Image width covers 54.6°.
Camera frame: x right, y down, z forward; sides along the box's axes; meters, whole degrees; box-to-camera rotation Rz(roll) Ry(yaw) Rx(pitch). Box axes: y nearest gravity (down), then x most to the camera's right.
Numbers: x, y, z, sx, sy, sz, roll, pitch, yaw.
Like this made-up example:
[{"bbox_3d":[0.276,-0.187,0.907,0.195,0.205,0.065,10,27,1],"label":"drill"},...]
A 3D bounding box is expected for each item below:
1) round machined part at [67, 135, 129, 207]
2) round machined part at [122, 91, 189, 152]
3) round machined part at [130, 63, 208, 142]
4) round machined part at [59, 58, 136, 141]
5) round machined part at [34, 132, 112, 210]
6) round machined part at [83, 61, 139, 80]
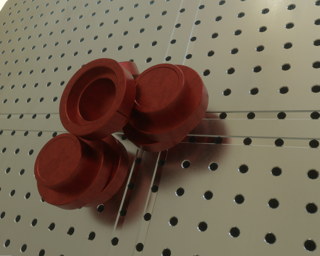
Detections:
[{"bbox_3d":[-0.093,0.047,0.392,0.098,0.042,0.098,-13,56,21],"label":"round machined part"},{"bbox_3d":[-0.007,-0.023,0.389,0.098,0.042,0.098,-13,56,21],"label":"round machined part"},{"bbox_3d":[0.003,-0.037,0.364,0.098,0.042,0.098,-13,55,20],"label":"round machined part"},{"bbox_3d":[-0.069,-0.031,0.371,0.098,0.042,0.098,-12,64,27],"label":"round machined part"},{"bbox_3d":[-0.111,0.045,0.374,0.098,0.042,0.098,-13,56,21],"label":"round machined part"},{"bbox_3d":[-0.072,-0.054,0.445,0.098,0.098,0.042,-25,88,13],"label":"round machined part"}]
